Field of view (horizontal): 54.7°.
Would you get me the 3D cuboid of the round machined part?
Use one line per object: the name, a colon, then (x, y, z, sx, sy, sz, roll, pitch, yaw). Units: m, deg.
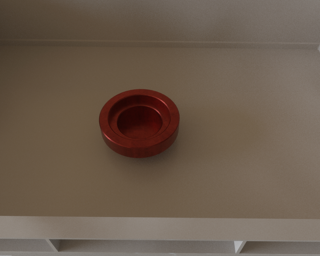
round machined part: (-0.025, -0.001, 0.395, 0.099, 0.042, 0.098, 0, 50, 0)
